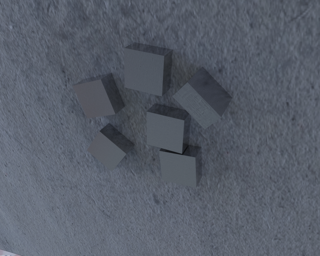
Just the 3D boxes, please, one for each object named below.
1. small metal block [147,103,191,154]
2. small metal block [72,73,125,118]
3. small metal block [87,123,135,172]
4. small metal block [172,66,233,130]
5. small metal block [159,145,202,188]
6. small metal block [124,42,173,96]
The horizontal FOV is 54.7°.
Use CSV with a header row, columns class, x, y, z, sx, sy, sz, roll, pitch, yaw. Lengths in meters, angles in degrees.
class,x,y,z,sx,sy,sz,roll,pitch,yaw
small metal block,0.011,0.000,0.400,0.050,0.025,0.050,14,124,20
small metal block,-0.083,-0.043,0.422,0.050,0.025,0.050,-6,116,30
small metal block,-0.074,0.029,0.462,0.050,0.025,0.050,40,129,0
small metal block,0.048,-0.034,0.343,0.050,0.050,0.025,46,129,-4
small metal block,0.029,0.049,0.421,0.050,0.025,0.050,9,122,23
small metal block,-0.014,-0.070,0.370,0.050,0.025,0.050,16,125,19
